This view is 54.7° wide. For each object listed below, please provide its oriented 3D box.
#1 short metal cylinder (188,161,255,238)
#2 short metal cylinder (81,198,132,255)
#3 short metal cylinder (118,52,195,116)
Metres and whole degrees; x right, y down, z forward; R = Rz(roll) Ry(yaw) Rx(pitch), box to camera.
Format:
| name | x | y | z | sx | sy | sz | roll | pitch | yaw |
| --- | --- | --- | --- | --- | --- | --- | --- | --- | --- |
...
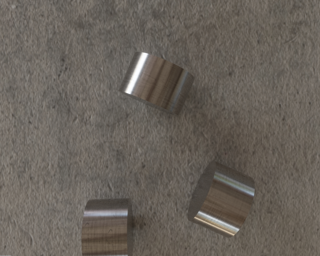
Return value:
| name | x | y | z | sx | sy | sz | roll | pitch | yaw |
| --- | --- | --- | --- | --- | --- | --- | --- | --- | --- |
| short metal cylinder | 0.074 | 0.087 | 0.384 | 0.050 | 0.080 | 0.080 | 24 | 90 | -1 |
| short metal cylinder | -0.062 | 0.128 | 0.382 | 0.050 | 0.080 | 0.079 | -2 | 90 | 0 |
| short metal cylinder | -0.004 | -0.053 | 0.382 | 0.080 | 0.080 | 0.050 | 23 | 90 | -1 |
